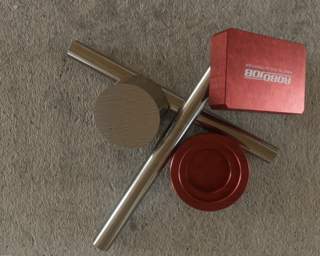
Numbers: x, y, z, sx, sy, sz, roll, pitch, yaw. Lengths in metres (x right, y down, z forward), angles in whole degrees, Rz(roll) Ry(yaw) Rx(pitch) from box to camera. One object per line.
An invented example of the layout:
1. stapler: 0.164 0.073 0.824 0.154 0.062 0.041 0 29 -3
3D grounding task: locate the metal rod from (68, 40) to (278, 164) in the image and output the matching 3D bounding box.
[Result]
1. metal rod: 0.017 -0.034 0.412 0.301 0.025 0.025 28 90 0

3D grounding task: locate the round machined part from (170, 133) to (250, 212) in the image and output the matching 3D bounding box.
1. round machined part: 0.062 0.055 0.403 0.099 0.042 0.097 0 90 0

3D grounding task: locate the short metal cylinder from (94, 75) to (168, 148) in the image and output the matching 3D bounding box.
1. short metal cylinder: -0.034 -0.022 0.385 0.080 0.050 0.079 4 111 11

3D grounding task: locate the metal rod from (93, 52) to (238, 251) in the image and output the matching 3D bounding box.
1. metal rod: 0.004 0.030 0.394 0.025 0.025 0.299 33 96 0

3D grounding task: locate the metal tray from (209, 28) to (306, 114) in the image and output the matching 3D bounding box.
1. metal tray: 0.123 -0.064 0.381 0.131 0.030 0.089 2 90 -28
